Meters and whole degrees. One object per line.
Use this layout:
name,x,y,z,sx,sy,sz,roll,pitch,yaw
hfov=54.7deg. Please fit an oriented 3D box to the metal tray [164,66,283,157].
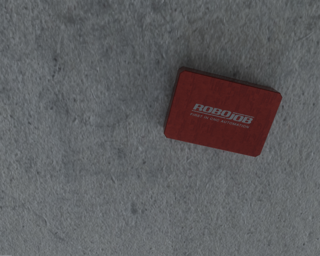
metal tray,0.078,-0.020,0.401,0.131,0.030,0.089,13,110,-5
